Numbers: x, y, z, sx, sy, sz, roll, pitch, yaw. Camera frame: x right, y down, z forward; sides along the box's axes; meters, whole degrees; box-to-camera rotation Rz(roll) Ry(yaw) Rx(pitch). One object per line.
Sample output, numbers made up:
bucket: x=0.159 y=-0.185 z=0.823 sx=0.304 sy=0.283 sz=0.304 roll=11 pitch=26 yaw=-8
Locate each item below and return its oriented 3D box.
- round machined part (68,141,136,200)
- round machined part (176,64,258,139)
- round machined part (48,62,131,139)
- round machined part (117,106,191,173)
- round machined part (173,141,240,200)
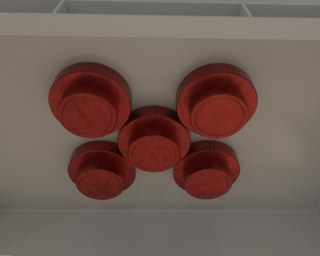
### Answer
round machined part: x=-0.085 y=0.068 z=0.453 sx=0.099 sy=0.042 sz=0.097 roll=-1 pitch=130 yaw=0
round machined part: x=0.069 y=-0.025 z=0.376 sx=0.099 sy=0.042 sz=0.097 roll=-1 pitch=130 yaw=0
round machined part: x=-0.084 y=-0.026 z=0.373 sx=0.099 sy=0.042 sz=0.097 roll=-1 pitch=130 yaw=0
round machined part: x=-0.008 y=0.022 z=0.414 sx=0.099 sy=0.042 sz=0.097 roll=-1 pitch=130 yaw=0
round machined part: x=0.069 y=0.068 z=0.455 sx=0.099 sy=0.042 sz=0.097 roll=-1 pitch=130 yaw=0
